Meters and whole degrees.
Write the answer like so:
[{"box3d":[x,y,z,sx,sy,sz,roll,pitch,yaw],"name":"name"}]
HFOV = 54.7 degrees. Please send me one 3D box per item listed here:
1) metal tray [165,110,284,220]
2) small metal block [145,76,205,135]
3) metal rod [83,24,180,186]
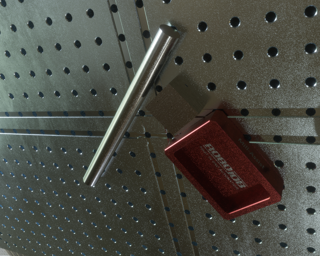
[{"box3d":[0.080,0.051,0.396,0.130,0.030,0.090,48,128,-6],"name":"metal tray"},{"box3d":[0.018,-0.027,0.384,0.050,0.025,0.050,45,129,-4],"name":"small metal block"},{"box3d":[-0.053,-0.009,0.431,0.025,0.025,0.298,36,129,3],"name":"metal rod"}]
